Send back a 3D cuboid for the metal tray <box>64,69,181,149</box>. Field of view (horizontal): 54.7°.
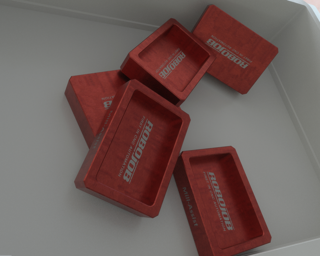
[{"bbox_3d":[-0.043,-0.031,0.399,0.131,0.030,0.090,-16,70,-35],"label":"metal tray"}]

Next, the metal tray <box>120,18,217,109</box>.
[{"bbox_3d":[0.017,-0.092,0.430,0.090,0.030,0.131,40,48,-4],"label":"metal tray"}]

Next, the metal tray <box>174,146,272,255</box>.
[{"bbox_3d":[0.075,0.090,0.389,0.091,0.030,0.130,-3,63,-30],"label":"metal tray"}]

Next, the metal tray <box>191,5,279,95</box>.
[{"bbox_3d":[0.109,-0.125,0.499,0.131,0.090,0.030,30,22,-10],"label":"metal tray"}]

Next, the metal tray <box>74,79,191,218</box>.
[{"bbox_3d":[-0.025,0.022,0.345,0.090,0.030,0.130,32,64,-24],"label":"metal tray"}]
